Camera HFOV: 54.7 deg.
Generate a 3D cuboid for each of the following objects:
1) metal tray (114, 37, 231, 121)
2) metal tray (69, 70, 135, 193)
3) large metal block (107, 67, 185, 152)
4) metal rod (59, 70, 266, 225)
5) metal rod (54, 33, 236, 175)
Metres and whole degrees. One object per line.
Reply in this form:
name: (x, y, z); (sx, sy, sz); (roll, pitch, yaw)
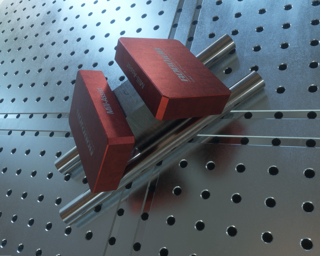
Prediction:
metal tray: (0.011, -0.064, 0.370); (0.091, 0.030, 0.130); (-7, 44, -30)
metal tray: (-0.077, 0.001, 0.377); (0.130, 0.030, 0.089); (60, 140, 38)
large metal block: (-0.016, -0.021, 0.392); (0.080, 0.080, 0.050); (-36, 51, 4)
metal rod: (0.000, 0.027, 0.391); (0.300, 0.025, 0.025); (-36, 51, 4)
metal rod: (-0.023, -0.032, 0.438); (0.300, 0.025, 0.025); (-37, 51, 3)
